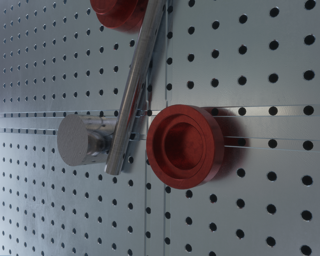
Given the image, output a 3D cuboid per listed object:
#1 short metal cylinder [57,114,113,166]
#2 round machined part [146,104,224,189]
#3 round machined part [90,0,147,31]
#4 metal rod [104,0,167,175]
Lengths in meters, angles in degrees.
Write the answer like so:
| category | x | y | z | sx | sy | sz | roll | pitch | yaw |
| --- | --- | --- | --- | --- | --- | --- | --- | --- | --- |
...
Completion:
| category | x | y | z | sx | sy | sz | roll | pitch | yaw |
| --- | --- | --- | --- | --- | --- | --- | --- | --- | --- |
| short metal cylinder | -0.118 | 0.018 | 0.491 | 0.080 | 0.050 | 0.079 | 0 | 90 | 40 |
| round machined part | 0.033 | 0.021 | 0.371 | 0.098 | 0.042 | 0.097 | 0 | 90 | 40 |
| round machined part | -0.065 | -0.195 | 0.452 | 0.098 | 0.042 | 0.097 | 0 | 90 | 40 |
| metal rod | -0.032 | -0.074 | 0.435 | 0.025 | 0.025 | 0.298 | 26 | 106 | 37 |
